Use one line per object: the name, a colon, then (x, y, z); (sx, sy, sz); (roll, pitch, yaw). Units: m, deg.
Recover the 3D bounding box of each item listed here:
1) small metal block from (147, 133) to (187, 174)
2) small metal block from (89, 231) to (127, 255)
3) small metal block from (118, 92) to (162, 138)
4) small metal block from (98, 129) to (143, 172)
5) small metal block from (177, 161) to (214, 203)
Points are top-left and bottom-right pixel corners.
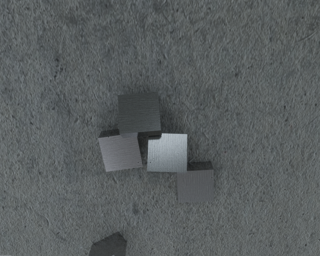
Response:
small metal block: (0.009, 0.034, 0.410); (0.050, 0.025, 0.050); (2, 77, -1)
small metal block: (-0.080, 0.191, 0.466); (0.050, 0.050, 0.025); (-29, 108, 10)
small metal block: (-0.025, -0.016, 0.391); (0.050, 0.025, 0.050); (-5, 76, 1)
small metal block: (-0.052, 0.028, 0.420); (0.050, 0.025, 0.050); (-8, 110, 3)
small metal block: (0.049, 0.076, 0.438); (0.050, 0.025, 0.050); (-3, 110, 1)
